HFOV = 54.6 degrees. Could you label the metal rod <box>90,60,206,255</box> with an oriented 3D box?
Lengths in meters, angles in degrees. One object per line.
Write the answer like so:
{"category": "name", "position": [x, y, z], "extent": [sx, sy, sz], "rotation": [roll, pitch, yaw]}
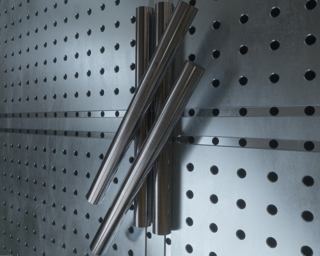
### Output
{"category": "metal rod", "position": [-0.025, 0.053, 0.399], "extent": [0.025, 0.025, 0.298], "rotation": [42, 115, 32]}

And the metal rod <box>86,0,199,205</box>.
{"category": "metal rod", "position": [-0.032, -0.018, 0.405], "extent": [0.025, 0.025, 0.298], "rotation": [42, 115, 32]}

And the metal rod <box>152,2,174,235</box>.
{"category": "metal rod", "position": [0.004, -0.012, 0.408], "extent": [0.025, 0.025, 0.298], "rotation": [1, 91, 40]}

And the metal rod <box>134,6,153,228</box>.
{"category": "metal rod", "position": [-0.023, -0.015, 0.430], "extent": [0.025, 0.025, 0.298], "rotation": [1, 91, 40]}
